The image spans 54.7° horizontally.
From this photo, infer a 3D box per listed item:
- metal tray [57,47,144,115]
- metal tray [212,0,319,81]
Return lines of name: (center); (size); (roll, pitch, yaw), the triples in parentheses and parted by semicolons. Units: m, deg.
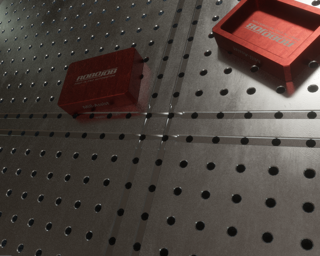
metal tray: (-0.095, -0.074, 0.498); (0.130, 0.030, 0.090); (-8, 58, 23)
metal tray: (0.145, -0.127, 0.406); (0.090, 0.030, 0.130); (-45, 51, -3)
